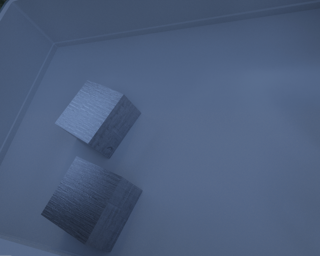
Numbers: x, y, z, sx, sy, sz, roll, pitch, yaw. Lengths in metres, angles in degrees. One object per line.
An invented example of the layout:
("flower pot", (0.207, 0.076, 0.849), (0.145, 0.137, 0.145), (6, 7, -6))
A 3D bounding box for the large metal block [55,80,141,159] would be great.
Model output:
("large metal block", (-0.089, -0.014, 0.445), (0.080, 0.050, 0.080), (25, 75, 36))

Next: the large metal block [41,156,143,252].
("large metal block", (-0.082, 0.091, 0.377), (0.080, 0.050, 0.080), (17, 70, 34))
